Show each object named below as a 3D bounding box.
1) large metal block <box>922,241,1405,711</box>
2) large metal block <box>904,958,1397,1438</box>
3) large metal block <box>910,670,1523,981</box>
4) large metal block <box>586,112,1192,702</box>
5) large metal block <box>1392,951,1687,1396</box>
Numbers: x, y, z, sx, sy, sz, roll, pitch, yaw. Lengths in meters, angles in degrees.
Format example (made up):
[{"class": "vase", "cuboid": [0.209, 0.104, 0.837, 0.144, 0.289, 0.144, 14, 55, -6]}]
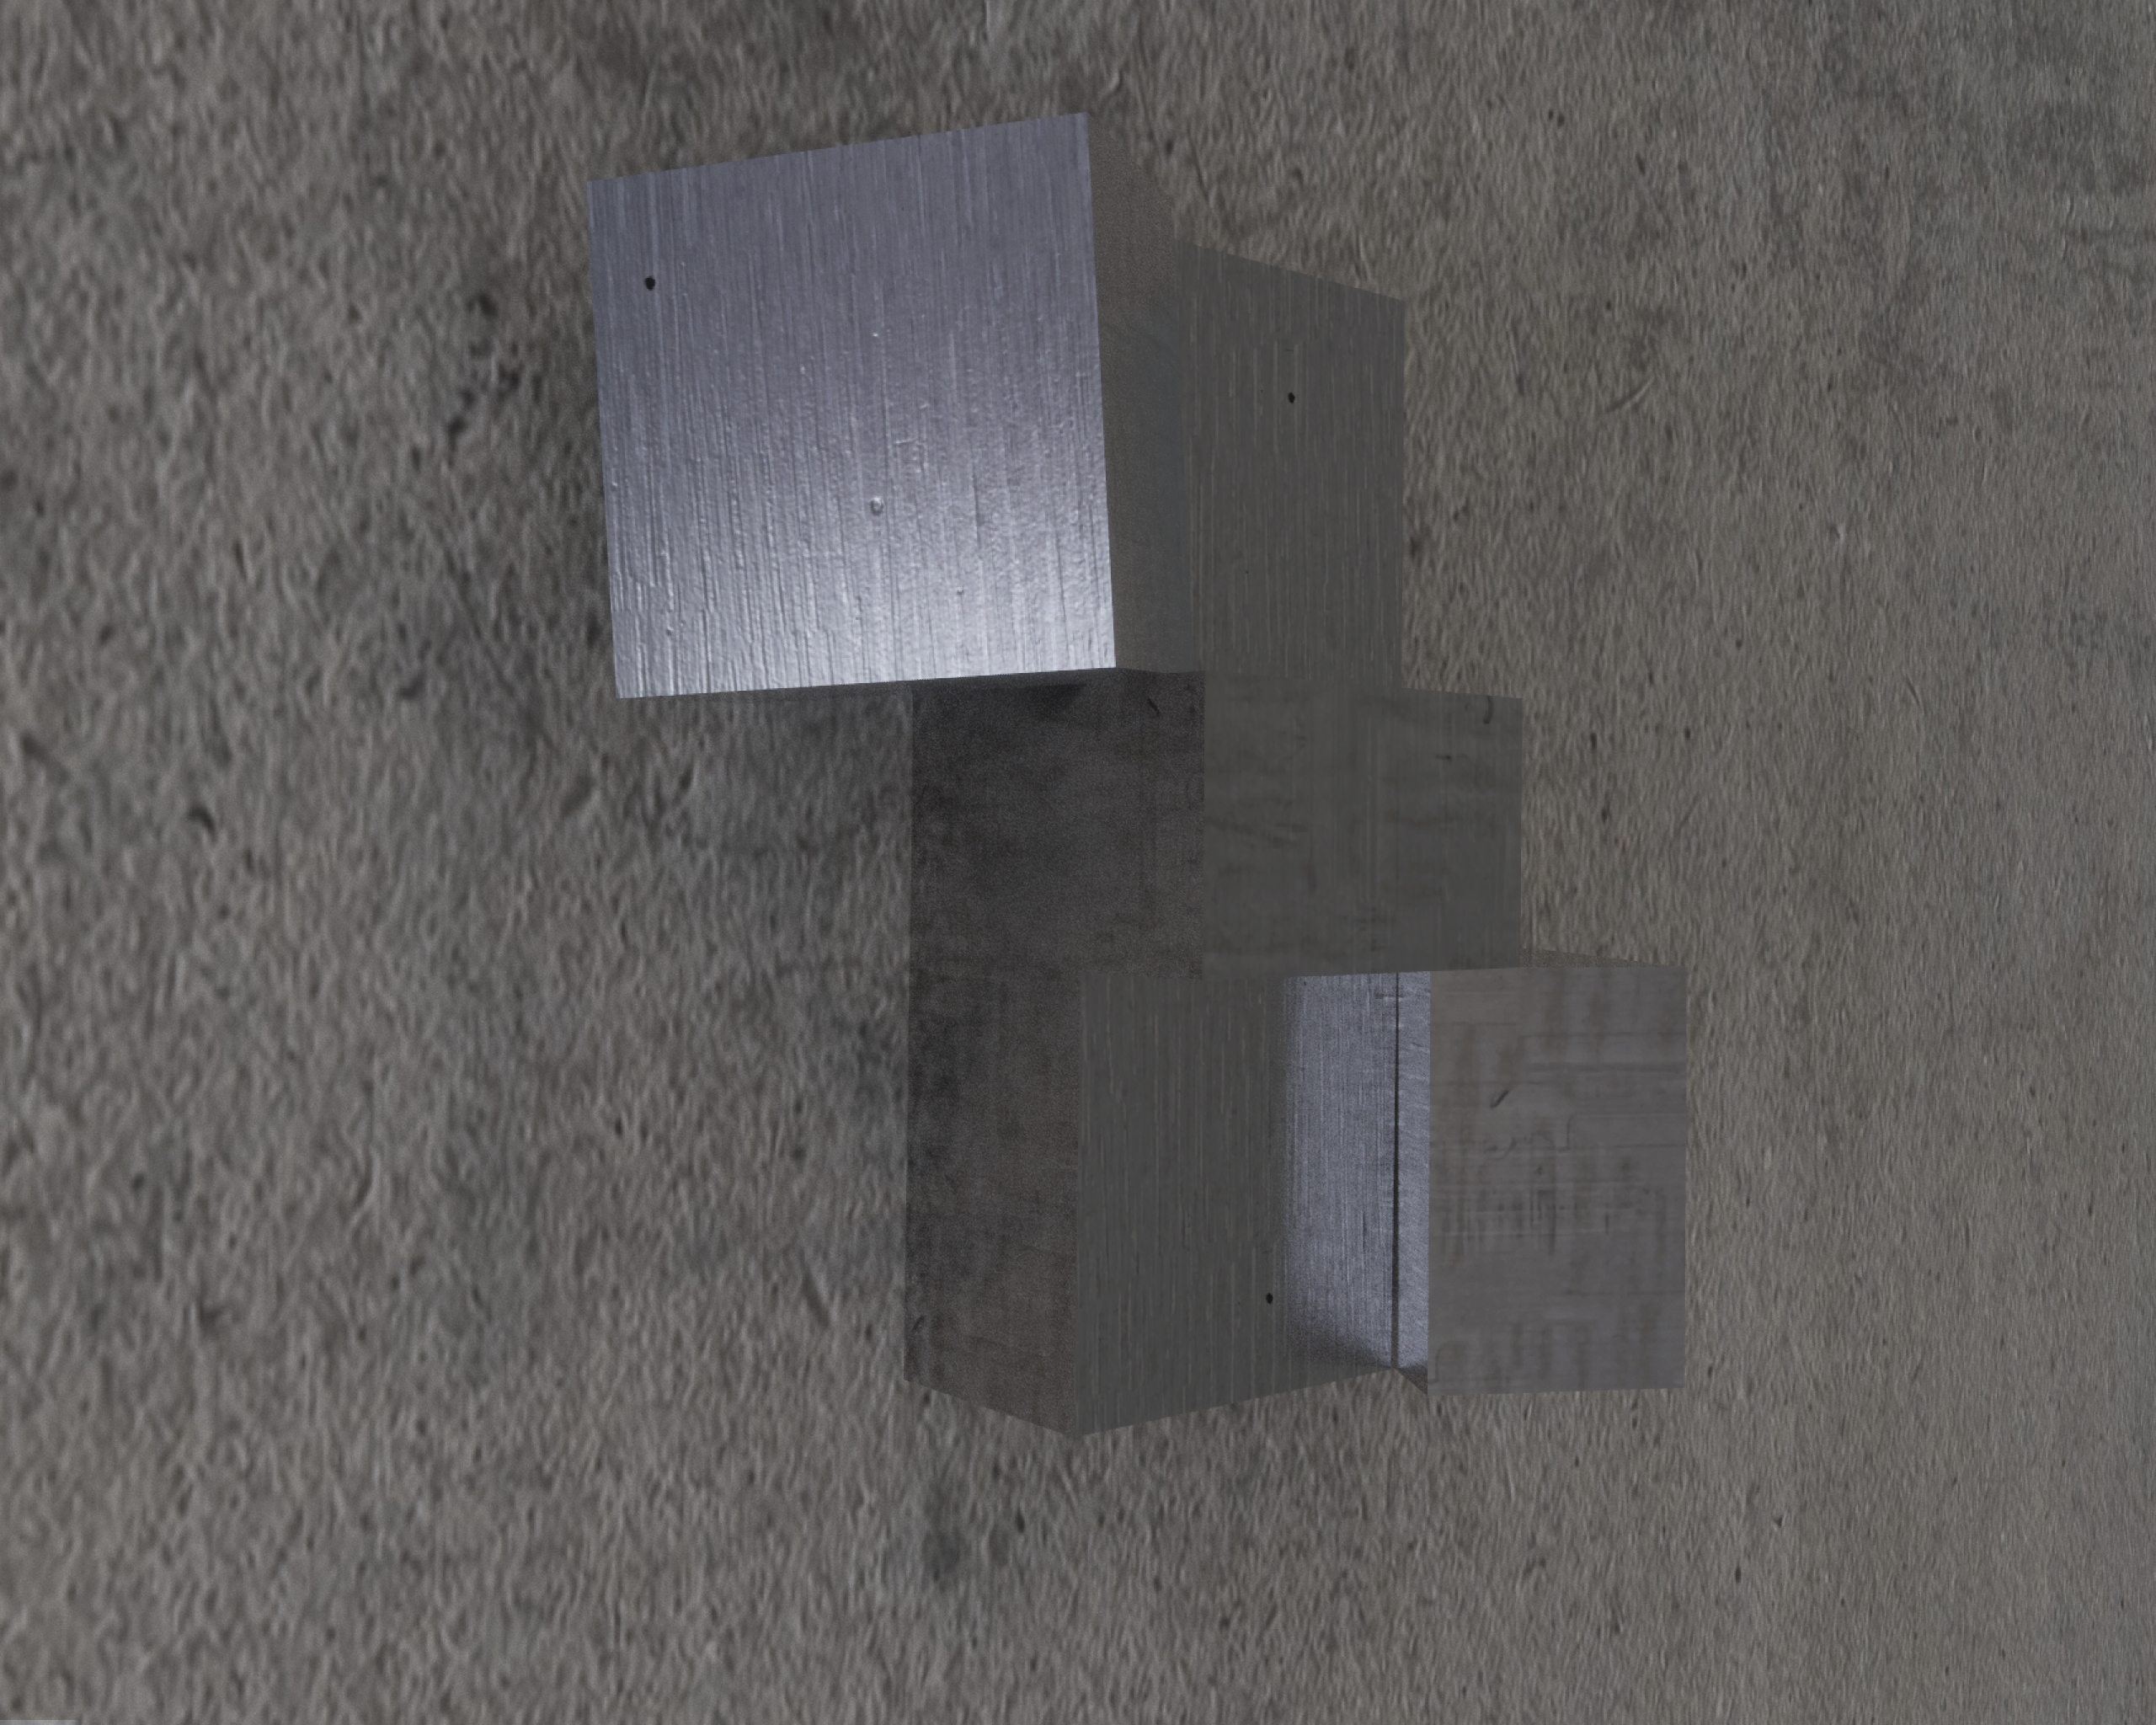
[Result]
[{"class": "large metal block", "cuboid": [0.017, -0.071, 0.402, 0.081, 0.050, 0.080, 1, 90, -40]}, {"class": "large metal block", "cuboid": [0.015, 0.059, 0.401, 0.081, 0.050, 0.080, 1, 90, -40]}, {"class": "large metal block", "cuboid": [0.025, -0.006, 0.390, 0.081, 0.080, 0.050, 0, 90, -40]}, {"class": "large metal block", "cuboid": [-0.028, -0.068, 0.336, 0.050, 0.080, 0.079, -11, 99, -74]}, {"class": "large metal block", "cuboid": [0.084, 0.059, 0.430, 0.050, 0.080, 0.080, 0, 90, -8]}]
